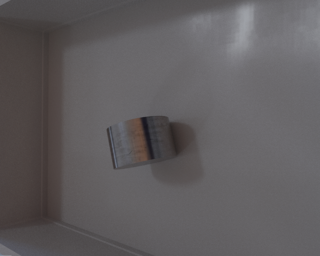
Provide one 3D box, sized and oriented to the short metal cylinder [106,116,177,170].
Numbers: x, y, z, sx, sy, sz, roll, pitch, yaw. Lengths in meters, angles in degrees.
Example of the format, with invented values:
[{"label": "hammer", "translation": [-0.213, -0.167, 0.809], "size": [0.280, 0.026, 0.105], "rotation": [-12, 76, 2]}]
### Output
[{"label": "short metal cylinder", "translation": [-0.023, 0.020, 0.391], "size": [0.080, 0.081, 0.050], "rotation": [-19, 78, 38]}]
